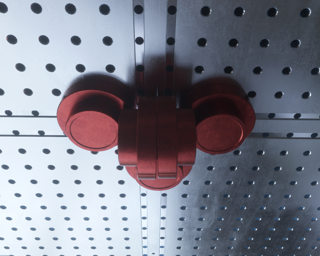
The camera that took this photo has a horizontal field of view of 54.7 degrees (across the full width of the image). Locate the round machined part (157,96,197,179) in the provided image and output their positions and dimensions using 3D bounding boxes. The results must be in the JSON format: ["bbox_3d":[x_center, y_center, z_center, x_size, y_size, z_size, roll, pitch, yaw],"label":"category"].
[{"bbox_3d":[0.019,0.010,0.366,0.042,0.098,0.097,-1,130,0],"label":"round machined part"}]

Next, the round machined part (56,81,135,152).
[{"bbox_3d":[-0.081,-0.008,0.392,0.099,0.042,0.097,-1,130,0],"label":"round machined part"}]

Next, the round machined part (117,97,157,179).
[{"bbox_3d":[-0.025,0.011,0.365,0.042,0.098,0.097,1,130,-1],"label":"round machined part"}]

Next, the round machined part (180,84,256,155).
[{"bbox_3d":[0.073,-0.004,0.397,0.099,0.042,0.097,-1,130,0],"label":"round machined part"}]

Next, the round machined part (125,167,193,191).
[{"bbox_3d":[-0.002,0.053,0.446,0.099,0.042,0.097,-1,130,0],"label":"round machined part"}]
